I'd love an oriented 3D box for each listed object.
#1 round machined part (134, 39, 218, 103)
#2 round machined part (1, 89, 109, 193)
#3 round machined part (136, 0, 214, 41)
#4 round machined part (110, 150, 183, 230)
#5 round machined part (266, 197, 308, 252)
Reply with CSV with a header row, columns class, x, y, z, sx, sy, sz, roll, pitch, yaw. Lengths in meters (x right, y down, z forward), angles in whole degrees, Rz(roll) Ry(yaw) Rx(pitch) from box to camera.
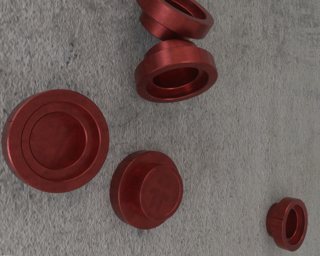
class,x,y,z,sx,sy,sz,roll,pitch,yaw
round machined part,0.017,-0.071,0.377,0.099,0.098,0.042,7,63,-40
round machined part,-0.104,0.012,0.307,0.099,0.042,0.097,0,90,-40
round machined part,0.014,-0.138,0.383,0.099,0.042,0.098,22,36,-17
round machined part,-0.009,0.077,0.386,0.099,0.042,0.097,0,90,-40
round machined part,0.241,0.182,0.596,0.099,0.042,0.097,0,90,-40
